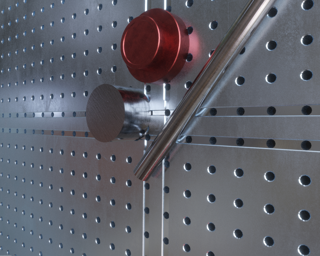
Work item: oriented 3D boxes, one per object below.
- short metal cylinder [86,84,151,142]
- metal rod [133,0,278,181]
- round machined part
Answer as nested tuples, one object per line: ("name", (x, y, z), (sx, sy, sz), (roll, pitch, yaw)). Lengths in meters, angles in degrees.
("short metal cylinder", (-0.060, -0.020, 0.440), (0.080, 0.050, 0.079), (0, 90, 39))
("metal rod", (0.050, -0.048, 0.366), (0.025, 0.025, 0.298), (48, 118, 29))
("round machined part", (-0.014, -0.108, 0.408), (0.098, 0.042, 0.097), (0, 90, 39))
